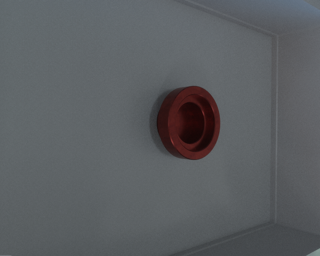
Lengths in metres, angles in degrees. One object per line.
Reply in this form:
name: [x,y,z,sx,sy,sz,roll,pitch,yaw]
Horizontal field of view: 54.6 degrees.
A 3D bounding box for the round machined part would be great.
round machined part: [0.035,-0.007,0.423,0.099,0.042,0.097,0,90,-40]
